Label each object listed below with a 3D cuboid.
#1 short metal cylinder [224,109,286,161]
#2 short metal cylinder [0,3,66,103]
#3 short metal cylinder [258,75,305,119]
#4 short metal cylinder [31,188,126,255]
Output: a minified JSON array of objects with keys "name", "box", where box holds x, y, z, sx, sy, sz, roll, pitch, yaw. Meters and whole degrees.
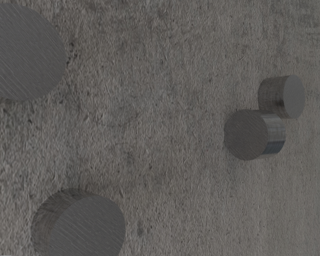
[{"name":"short metal cylinder","box":[0.150,0.010,0.495,0.050,0.080,0.080,-1,91,-40]},{"name":"short metal cylinder","box":[-0.133,-0.063,0.277,0.081,0.050,0.080,0,90,-40]},{"name":"short metal cylinder","box":[0.227,-0.057,0.579,0.081,0.050,0.080,0,90,-40]},{"name":"short metal cylinder","box":[-0.083,0.106,0.319,0.081,0.050,0.080,0,90,-40]}]
